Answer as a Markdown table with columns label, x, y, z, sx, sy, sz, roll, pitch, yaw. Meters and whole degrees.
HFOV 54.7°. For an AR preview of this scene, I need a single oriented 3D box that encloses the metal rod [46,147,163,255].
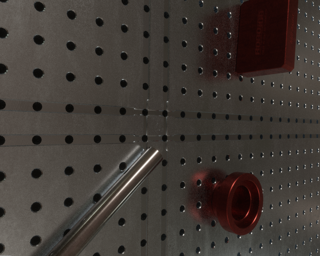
| label | x | y | z | sx | sy | sz | roll | pitch | yaw |
| --- | --- | --- | --- | --- | --- | --- | --- | --- | --- |
| metal rod | -0.096 | 0.128 | 0.329 | 0.301 | 0.025 | 0.025 | -46 | 118 | -30 |

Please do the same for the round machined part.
| label | x | y | z | sx | sy | sz | roll | pitch | yaw |
| --- | --- | --- | --- | --- | --- | --- | --- | --- | --- |
| round machined part | 0.123 | 0.120 | 0.504 | 0.099 | 0.042 | 0.097 | 0 | 90 | -40 |

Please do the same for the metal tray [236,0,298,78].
| label | x | y | z | sx | sy | sz | roll | pitch | yaw |
| --- | --- | --- | --- | --- | --- | --- | --- | --- | --- |
| metal tray | 0.177 | -0.155 | 0.518 | 0.030 | 0.090 | 0.129 | 9 | 84 | -40 |
